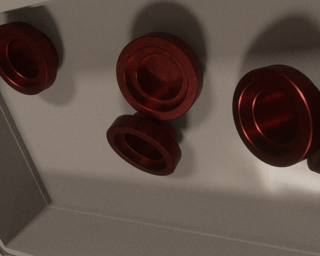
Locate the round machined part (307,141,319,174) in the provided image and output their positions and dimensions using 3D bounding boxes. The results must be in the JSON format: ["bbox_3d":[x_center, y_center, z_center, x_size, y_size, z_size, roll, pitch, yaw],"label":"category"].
[{"bbox_3d":[0.170,0.015,0.280,0.042,0.098,0.097,22,127,9],"label":"round machined part"}]

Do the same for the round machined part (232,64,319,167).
[{"bbox_3d":[0.120,-0.014,0.305,0.098,0.042,0.097,43,142,47],"label":"round machined part"}]

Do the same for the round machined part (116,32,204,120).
[{"bbox_3d":[0.003,-0.061,0.356,0.098,0.042,0.097,12,122,20],"label":"round machined part"}]

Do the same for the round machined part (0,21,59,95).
[{"bbox_3d":[-0.182,-0.099,0.430,0.098,0.042,0.097,13,124,20],"label":"round machined part"}]

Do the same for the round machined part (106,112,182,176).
[{"bbox_3d":[-0.016,0.016,0.401,0.098,0.042,0.098,22,148,15],"label":"round machined part"}]
